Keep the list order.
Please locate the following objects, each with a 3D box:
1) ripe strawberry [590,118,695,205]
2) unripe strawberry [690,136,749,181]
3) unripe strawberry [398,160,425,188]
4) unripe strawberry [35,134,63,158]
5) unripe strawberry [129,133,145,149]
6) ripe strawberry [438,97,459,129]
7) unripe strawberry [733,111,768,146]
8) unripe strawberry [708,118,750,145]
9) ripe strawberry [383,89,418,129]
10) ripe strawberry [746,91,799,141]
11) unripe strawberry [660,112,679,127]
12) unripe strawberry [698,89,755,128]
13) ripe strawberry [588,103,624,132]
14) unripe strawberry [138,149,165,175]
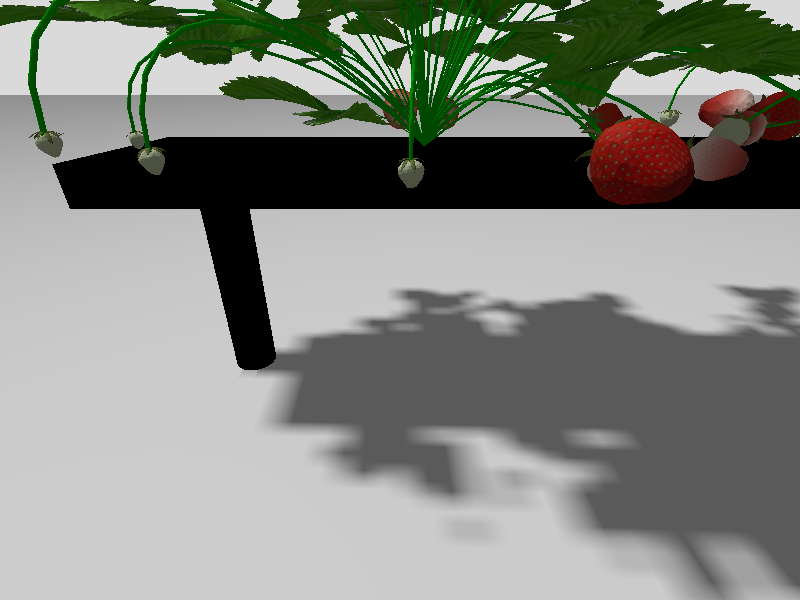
[{"bbox_3d":[0.095,-0.053,0.157,0.037,0.032,0.037,-11,43,-19],"label":"ripe strawberry"},{"bbox_3d":[0.159,-0.070,0.201,0.024,0.021,0.024,-25,42,-38],"label":"unripe strawberry"},{"bbox_3d":[0.005,-0.052,0.167,0.011,0.011,0.010,2,29,4],"label":"unripe strawberry"},{"bbox_3d":[-0.155,-0.068,0.177,0.010,0.010,0.011,-24,36,-37],"label":"unripe strawberry"},{"bbox_3d":[-0.192,-0.116,0.292,0.010,0.011,0.011,-5,29,-9],"label":"unripe strawberry"},{"bbox_3d":[0.051,-0.210,0.450,0.031,0.033,0.034,6,28,10],"label":"ripe strawberry"},{"bbox_3d":[0.268,-0.135,0.315,0.026,0.026,0.029,-2,29,-2],"label":"unripe strawberry"},{"bbox_3d":[0.242,-0.122,0.297,0.022,0.022,0.024,-33,28,10],"label":"unripe strawberry"},{"bbox_3d":[0.000,-0.216,0.453,0.039,0.041,0.042,-4,28,-7],"label":"ripe strawberry"},{"bbox_3d":[0.319,-0.157,0.341,0.045,0.038,0.044,4,29,9],"label":"ripe strawberry"},{"bbox_3d":[0.286,-0.192,0.426,0.017,0.016,0.015,17,33,28],"label":"unripe strawberry"},{"bbox_3d":[0.331,-0.193,0.407,0.045,0.038,0.045,18,33,31],"label":"unripe strawberry"},{"bbox_3d":[0.196,-0.171,0.379,0.032,0.028,0.032,-9,30,-18],"label":"ripe strawberry"},{"bbox_3d":[-0.113,-0.063,0.183,0.010,0.011,0.011,22,35,34],"label":"unripe strawberry"}]
